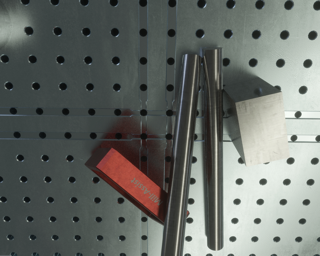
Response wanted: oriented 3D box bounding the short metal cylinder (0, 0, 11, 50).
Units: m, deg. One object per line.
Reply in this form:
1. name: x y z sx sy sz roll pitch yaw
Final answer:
1. short metal cylinder: -0.222 -0.121 0.353 0.081 0.050 0.079 0 110 0

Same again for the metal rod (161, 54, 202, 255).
1. metal rod: 0.023 0.060 0.367 0.025 0.025 0.298 7 83 -3

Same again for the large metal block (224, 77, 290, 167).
1. large metal block: 0.115 -0.010 0.381 0.050 0.080 0.080 -13 110 5

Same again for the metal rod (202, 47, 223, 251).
1. metal rod: 0.075 0.042 0.429 0.025 0.025 0.298 -4 110 1

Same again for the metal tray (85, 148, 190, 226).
1. metal tray: -0.033 0.078 0.406 0.130 0.090 0.030 43 72 -14
